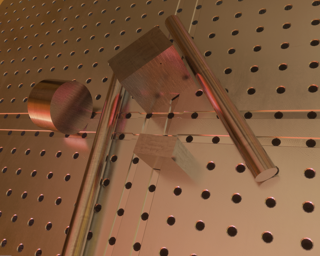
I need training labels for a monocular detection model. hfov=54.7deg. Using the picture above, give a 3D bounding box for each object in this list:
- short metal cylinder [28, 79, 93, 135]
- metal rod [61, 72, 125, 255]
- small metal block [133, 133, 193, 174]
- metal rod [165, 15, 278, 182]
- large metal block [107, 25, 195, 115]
[{"bbox_3d":[-0.149,-0.033,0.469,0.050,0.080,0.080,10,67,32],"label":"short metal cylinder"},{"bbox_3d":[-0.083,0.031,0.430,0.025,0.025,0.299,-4,60,26],"label":"metal rod"},{"bbox_3d":[0.004,0.031,0.370,0.050,0.050,0.025,5,65,30],"label":"small metal block"},{"bbox_3d":[0.065,-0.062,0.410,0.025,0.025,0.299,-29,52,9],"label":"metal rod"},{"bbox_3d":[-0.010,-0.076,0.424,0.080,0.080,0.050,-35,52,5],"label":"large metal block"}]
